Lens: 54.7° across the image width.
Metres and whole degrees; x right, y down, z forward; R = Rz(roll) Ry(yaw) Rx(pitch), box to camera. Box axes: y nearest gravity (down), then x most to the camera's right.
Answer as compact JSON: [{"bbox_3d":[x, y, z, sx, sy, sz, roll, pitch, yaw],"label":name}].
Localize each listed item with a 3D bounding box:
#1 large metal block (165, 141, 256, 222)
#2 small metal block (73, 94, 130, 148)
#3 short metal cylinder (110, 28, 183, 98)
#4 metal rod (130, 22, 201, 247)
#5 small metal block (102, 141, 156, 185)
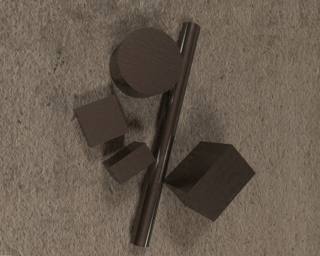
[{"bbox_3d":[0.061,0.065,0.404,0.080,0.080,0.050,-45,104,-15],"label":"large metal block"},{"bbox_3d":[-0.073,-0.009,0.383,0.050,0.025,0.050,-24,98,-19],"label":"small metal block"},{"bbox_3d":[-0.019,-0.079,0.390,0.081,0.050,0.079,0,90,-21],"label":"short metal cylinder"},{"bbox_3d":[0.008,0.005,0.413,0.025,0.025,0.298,15,85,-20],"label":"metal rod"},{"bbox_3d":[-0.039,0.041,0.382,0.050,0.050,0.025,-34,102,-17],"label":"small metal block"}]
